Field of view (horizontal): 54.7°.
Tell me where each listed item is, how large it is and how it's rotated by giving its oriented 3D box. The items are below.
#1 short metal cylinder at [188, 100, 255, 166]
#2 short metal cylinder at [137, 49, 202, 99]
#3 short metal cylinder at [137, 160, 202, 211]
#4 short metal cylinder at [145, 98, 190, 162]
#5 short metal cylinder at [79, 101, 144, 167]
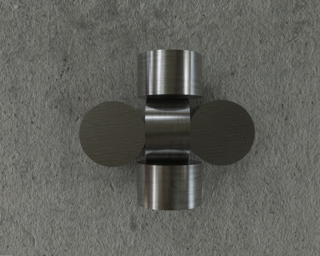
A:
[{"bbox_3d":[0.074,0.005,0.399,0.081,0.050,0.080,0,90,0],"label":"short metal cylinder"},{"bbox_3d":[0.012,-0.063,0.384,0.081,0.080,0.050,0,90,0],"label":"short metal cylinder"},{"bbox_3d":[0.012,0.067,0.384,0.081,0.080,0.050,0,90,0],"label":"short metal cylinder"},{"bbox_3d":[0.009,0.002,0.384,0.050,0.080,0.080,0,90,0],"label":"short metal cylinder"},{"bbox_3d":[-0.057,0.007,0.398,0.081,0.050,0.080,0,90,-1],"label":"short metal cylinder"}]
